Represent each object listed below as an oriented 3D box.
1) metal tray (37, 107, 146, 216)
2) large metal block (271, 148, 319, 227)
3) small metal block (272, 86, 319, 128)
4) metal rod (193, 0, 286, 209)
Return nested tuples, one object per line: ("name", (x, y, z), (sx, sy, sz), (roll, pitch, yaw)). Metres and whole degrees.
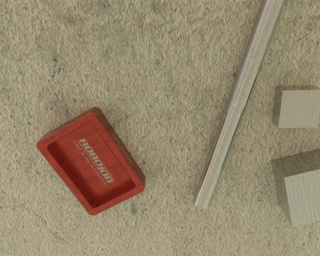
("metal tray", (-0.090, 0.048, 0.423), (0.090, 0.030, 0.130), (-28, 108, 9))
("large metal block", (0.208, 0.080, 0.429), (0.080, 0.050, 0.080), (-15, 110, 5))
("small metal block", (0.177, -0.028, 0.402), (0.050, 0.025, 0.050), (-1, 110, 0))
("metal rod", (0.098, -0.025, 0.401), (0.025, 0.025, 0.298), (14, 109, -6))
